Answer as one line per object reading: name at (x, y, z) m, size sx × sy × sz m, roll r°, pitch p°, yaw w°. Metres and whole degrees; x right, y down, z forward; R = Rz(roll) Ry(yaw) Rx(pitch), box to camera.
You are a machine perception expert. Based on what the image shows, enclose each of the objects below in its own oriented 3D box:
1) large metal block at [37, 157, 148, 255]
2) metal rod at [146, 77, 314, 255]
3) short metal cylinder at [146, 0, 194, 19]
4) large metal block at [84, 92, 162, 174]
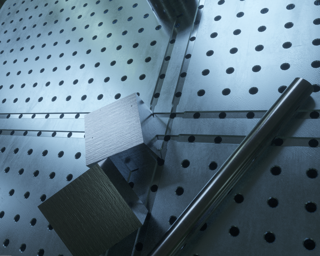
large metal block at (-0.072, 0.091, 0.349) m, size 0.080 × 0.050 × 0.080 m, roll -36°, pitch 89°, yaw 4°
metal rod at (0.065, 0.063, 0.335) m, size 0.300 × 0.025 × 0.025 m, roll -49°, pitch 51°, yaw -6°
short metal cylinder at (0.014, -0.234, 0.529) m, size 0.080 × 0.050 × 0.080 m, roll -13°, pitch 56°, yaw 21°
large metal block at (-0.051, 0.011, 0.412) m, size 0.080 × 0.050 × 0.080 m, roll -22°, pitch 53°, yaw 14°
